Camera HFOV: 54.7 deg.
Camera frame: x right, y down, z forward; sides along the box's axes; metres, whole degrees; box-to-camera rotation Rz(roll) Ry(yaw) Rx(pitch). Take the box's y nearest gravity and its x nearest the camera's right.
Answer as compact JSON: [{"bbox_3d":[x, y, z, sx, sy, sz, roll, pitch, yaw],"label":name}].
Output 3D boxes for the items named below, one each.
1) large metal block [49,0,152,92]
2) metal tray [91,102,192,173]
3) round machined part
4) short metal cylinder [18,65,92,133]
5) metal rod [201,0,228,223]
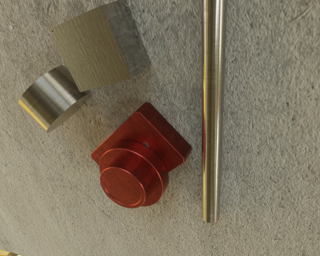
[{"bbox_3d":[-0.069,-0.096,0.366,0.080,0.050,0.080,-9,114,32],"label":"large metal block"},{"bbox_3d":[-0.030,0.035,0.440,0.090,0.030,0.129,46,129,-5],"label":"metal tray"},{"bbox_3d":[-0.041,0.069,0.419,0.098,0.042,0.097,13,124,20],"label":"round machined part"},{"bbox_3d":[-0.140,-0.039,0.419,0.050,0.080,0.080,47,129,-5],"label":"short metal cylinder"},{"bbox_3d":[0.063,-0.002,0.371,0.025,0.025,0.298,9,123,23],"label":"metal rod"}]
